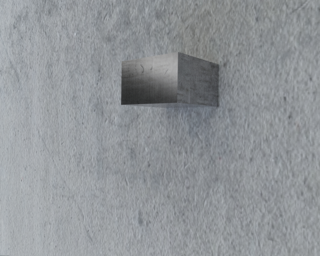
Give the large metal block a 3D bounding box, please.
[{"bbox_3d":[0.012,-0.051,0.360,0.080,0.081,0.050,2,91,40],"label":"large metal block"}]
